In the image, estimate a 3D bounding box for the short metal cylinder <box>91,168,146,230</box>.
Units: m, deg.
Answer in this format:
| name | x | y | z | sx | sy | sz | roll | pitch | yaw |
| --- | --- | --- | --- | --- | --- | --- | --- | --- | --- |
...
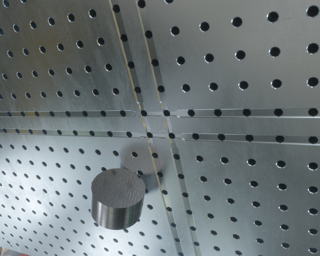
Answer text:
| name | x | y | z | sx | sy | sz | roll | pitch | yaw |
| --- | --- | --- | --- | --- | --- | --- | --- | --- | --- |
| short metal cylinder | -0.065 | 0.108 | 0.477 | 0.080 | 0.080 | 0.050 | 21 | 127 | 15 |
